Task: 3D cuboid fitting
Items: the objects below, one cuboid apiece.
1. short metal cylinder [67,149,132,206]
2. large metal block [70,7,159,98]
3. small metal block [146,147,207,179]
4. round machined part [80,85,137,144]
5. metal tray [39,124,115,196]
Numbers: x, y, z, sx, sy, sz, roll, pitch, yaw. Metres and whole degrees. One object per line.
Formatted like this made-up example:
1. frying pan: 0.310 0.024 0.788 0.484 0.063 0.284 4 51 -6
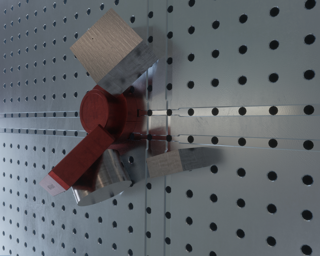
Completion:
1. short metal cylinder: -0.087 0.072 0.446 0.080 0.081 0.050 -40 66 33
2. large metal block: -0.063 -0.103 0.428 0.080 0.050 0.080 -42 62 6
3. small metal block: 0.020 0.042 0.376 0.050 0.050 0.025 -20 77 38
4. round machined part: -0.084 -0.023 0.468 0.098 0.042 0.097 0 90 40
5. metal tray: -0.121 0.049 0.438 0.030 0.090 0.130 45 151 -8
